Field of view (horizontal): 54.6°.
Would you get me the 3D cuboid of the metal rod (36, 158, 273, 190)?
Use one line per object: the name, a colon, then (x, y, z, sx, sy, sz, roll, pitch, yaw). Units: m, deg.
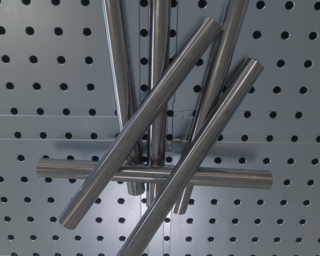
metal rod: (-0.005, 0.060, 0.407, 0.302, 0.025, 0.025, 3, 110, -2)

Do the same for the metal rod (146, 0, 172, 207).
metal rod: (-0.003, -0.027, 0.403, 0.025, 0.025, 0.298, 2, 110, -1)

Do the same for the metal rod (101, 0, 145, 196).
metal rod: (-0.046, -0.048, 0.395, 0.025, 0.025, 0.298, -5, 110, 2)

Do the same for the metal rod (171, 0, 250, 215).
metal rod: (0.059, -0.016, 0.407, 0.025, 0.025, 0.298, 12, 110, -5)

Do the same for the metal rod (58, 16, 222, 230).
metal rod: (-0.027, -0.002, 0.373, 0.025, 0.025, 0.299, 35, 95, -12)

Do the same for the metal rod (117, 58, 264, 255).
metal rod: (0.036, 0.045, 0.382, 0.025, 0.025, 0.299, 34, 89, -12)
